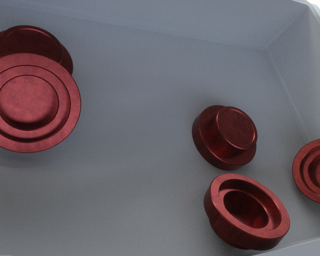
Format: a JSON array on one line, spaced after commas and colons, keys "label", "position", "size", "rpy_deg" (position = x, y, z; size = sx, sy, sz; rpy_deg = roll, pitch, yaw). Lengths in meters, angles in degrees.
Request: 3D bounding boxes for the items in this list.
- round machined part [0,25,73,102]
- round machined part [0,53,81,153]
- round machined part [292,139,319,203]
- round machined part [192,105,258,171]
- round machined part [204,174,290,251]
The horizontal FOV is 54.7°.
[{"label": "round machined part", "position": [-0.152, -0.080, 0.362], "size": [0.099, 0.042, 0.098], "rpy_deg": [14, 56, -21]}, {"label": "round machined part", "position": [-0.135, -0.027, 0.317], "size": [0.099, 0.042, 0.097], "rpy_deg": [-7, 106, -25]}, {"label": "round machined part", "position": [0.255, 0.067, 0.464], "size": [0.042, 0.098, 0.098], "rpy_deg": [24, 46, -53]}, {"label": "round machined part", "position": [0.099, 0.008, 0.443], "size": [0.099, 0.042, 0.098], "rpy_deg": [14, 56, -21]}, {"label": "round machined part", "position": [0.098, 0.103, 0.369], "size": [0.099, 0.042, 0.098], "rpy_deg": [15, 31, -9]}]
